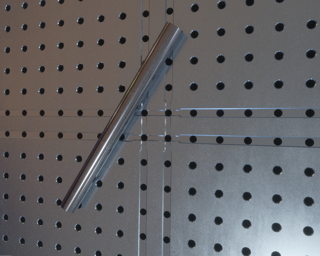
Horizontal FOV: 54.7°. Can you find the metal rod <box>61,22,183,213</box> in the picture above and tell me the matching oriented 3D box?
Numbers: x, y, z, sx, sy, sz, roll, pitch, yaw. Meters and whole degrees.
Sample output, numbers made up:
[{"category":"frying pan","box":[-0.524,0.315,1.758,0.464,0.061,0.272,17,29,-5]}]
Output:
[{"category":"metal rod","box":[-0.058,-0.007,0.431,0.025,0.025,0.299,35,101,16]}]
